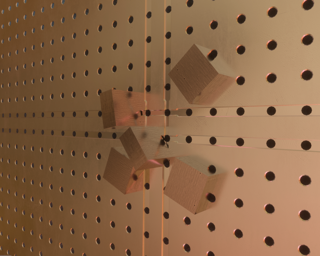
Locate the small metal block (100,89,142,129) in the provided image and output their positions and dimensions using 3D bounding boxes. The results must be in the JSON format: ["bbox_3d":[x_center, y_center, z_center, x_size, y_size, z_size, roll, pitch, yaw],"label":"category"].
[{"bbox_3d":[-0.054,-0.025,0.436,0.025,0.050,0.050,-13,82,39],"label":"small metal block"}]

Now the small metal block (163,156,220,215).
[{"bbox_3d":[0.037,0.068,0.377,0.050,0.025,0.050,27,107,36],"label":"small metal block"}]

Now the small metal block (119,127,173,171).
[{"bbox_3d":[-0.018,0.026,0.406,0.025,0.050,0.050,-44,64,31],"label":"small metal block"}]

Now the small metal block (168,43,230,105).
[{"bbox_3d":[0.045,-0.063,0.371,0.050,0.025,0.050,-47,63,29],"label":"small metal block"}]

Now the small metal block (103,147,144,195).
[{"bbox_3d":[-0.052,0.060,0.450,0.050,0.025,0.050,28,108,36],"label":"small metal block"}]
